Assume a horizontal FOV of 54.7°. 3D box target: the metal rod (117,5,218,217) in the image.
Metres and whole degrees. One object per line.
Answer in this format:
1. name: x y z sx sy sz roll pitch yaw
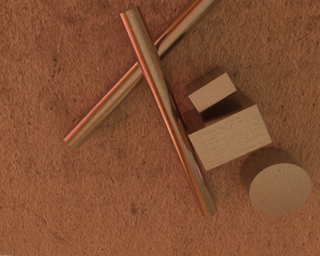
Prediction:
1. metal rod: 0.020 -0.001 0.392 0.025 0.025 0.299 -20 116 7

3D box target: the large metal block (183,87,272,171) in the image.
1. large metal block: 0.078 -0.002 0.381 0.080 0.080 0.050 -25 108 8

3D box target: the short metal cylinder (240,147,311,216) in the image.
1. short metal cylinder: 0.156 0.073 0.426 0.081 0.050 0.079 0 110 -1

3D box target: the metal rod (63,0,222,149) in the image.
1. metal rod: -0.014 -0.082 0.379 0.025 0.025 0.299 42 104 -14

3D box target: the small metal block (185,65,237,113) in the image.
1. small metal block: 0.060 -0.049 0.379 0.050 0.050 0.025 -32 107 11
